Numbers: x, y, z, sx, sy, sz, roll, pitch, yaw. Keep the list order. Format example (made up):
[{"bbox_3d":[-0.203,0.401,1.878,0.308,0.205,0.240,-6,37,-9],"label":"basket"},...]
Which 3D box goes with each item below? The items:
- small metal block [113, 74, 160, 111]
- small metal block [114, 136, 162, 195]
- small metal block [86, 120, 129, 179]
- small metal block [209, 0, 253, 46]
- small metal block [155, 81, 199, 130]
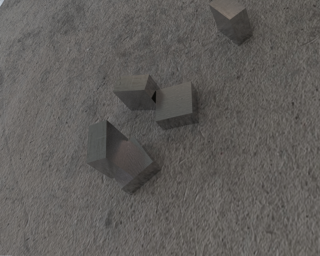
[{"bbox_3d":[-0.029,-0.048,0.433,0.050,0.050,0.025,0,62,28],"label":"small metal block"},{"bbox_3d":[-0.035,0.047,0.393,0.050,0.025,0.050,-41,51,0],"label":"small metal block"},{"bbox_3d":[-0.061,0.026,0.372,0.025,0.050,0.050,-18,55,18],"label":"small metal block"},{"bbox_3d":[0.098,-0.149,0.428,0.025,0.050,0.050,-37,51,4],"label":"small metal block"},{"bbox_3d":[0.023,-0.029,0.410,0.050,0.025,0.050,-12,56,21],"label":"small metal block"}]
